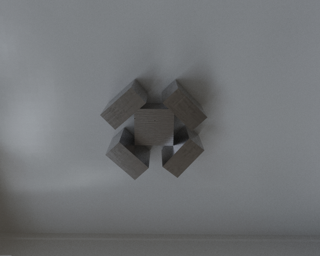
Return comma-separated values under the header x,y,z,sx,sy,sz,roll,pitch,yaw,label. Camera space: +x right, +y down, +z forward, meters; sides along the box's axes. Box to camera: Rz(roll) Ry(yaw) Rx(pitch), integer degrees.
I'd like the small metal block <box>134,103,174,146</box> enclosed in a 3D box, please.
x,y,z,sx,sy,sz,roll,pitch,yaw,label
-0.007,-0.005,0.407,0.050,0.025,0.050,1,110,-1,small metal block

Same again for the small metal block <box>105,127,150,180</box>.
x,y,z,sx,sy,sz,roll,pitch,yaw,label
-0.040,0.033,0.408,0.025,0.050,0.050,-43,105,15,small metal block

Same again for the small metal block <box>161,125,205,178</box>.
x,y,z,sx,sy,sz,roll,pitch,yaw,label
0.028,0.029,0.406,0.025,0.050,0.050,38,105,-14,small metal block

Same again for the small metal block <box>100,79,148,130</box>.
x,y,z,sx,sy,sz,roll,pitch,yaw,label
-0.043,-0.031,0.384,0.050,0.050,0.025,-40,105,14,small metal block

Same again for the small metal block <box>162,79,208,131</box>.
x,y,z,sx,sy,sz,roll,pitch,yaw,label
0.029,-0.029,0.385,0.025,0.050,0.050,-43,106,13,small metal block
